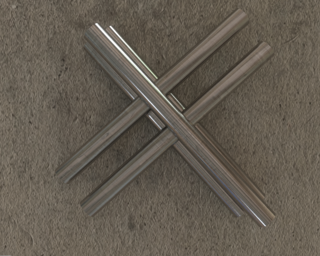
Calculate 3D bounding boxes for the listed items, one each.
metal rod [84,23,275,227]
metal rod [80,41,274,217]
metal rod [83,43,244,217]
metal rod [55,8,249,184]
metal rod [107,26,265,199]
[{"bbox_3d":[0.023,-0.003,0.361,0.025,0.025,0.300,-43,91,0],"label":"metal rod"},{"bbox_3d":[0.022,0.001,0.386,0.300,0.025,0.025,-42,91,-1],"label":"metal rod"},{"bbox_3d":[0.009,-0.001,0.411,0.025,0.025,0.300,-42,91,0],"label":"metal rod"},{"bbox_3d":[-0.009,-0.040,0.386,0.300,0.025,0.025,-42,91,-1],"label":"metal rod"},{"bbox_3d":[0.030,-0.015,0.411,0.025,0.025,0.300,-42,91,0],"label":"metal rod"}]
